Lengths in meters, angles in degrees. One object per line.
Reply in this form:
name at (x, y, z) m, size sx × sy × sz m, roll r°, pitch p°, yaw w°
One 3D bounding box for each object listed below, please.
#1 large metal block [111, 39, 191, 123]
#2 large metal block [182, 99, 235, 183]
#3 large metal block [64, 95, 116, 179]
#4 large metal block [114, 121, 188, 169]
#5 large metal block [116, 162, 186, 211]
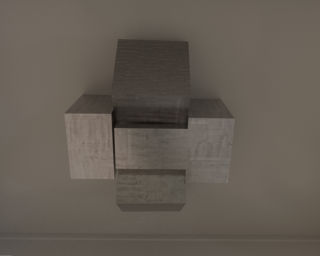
large metal block at (-0.009, -0.054, 0.354) m, size 0.081 × 0.080 × 0.050 m, roll 2°, pitch 148°, yaw -1°
large metal block at (0.055, 0.013, 0.386) m, size 0.050 × 0.080 × 0.079 m, roll 1°, pitch 110°, yaw 0°
large metal block at (-0.078, 0.008, 0.383) m, size 0.050 × 0.080 × 0.079 m, roll 1°, pitch 110°, yaw 0°
large metal block at (-0.010, 0.010, 0.384) m, size 0.081 × 0.080 × 0.050 m, roll 1°, pitch 110°, yaw -1°
large metal block at (-0.011, 0.078, 0.402) m, size 0.081 × 0.080 × 0.050 m, roll 0°, pitch 68°, yaw -2°
